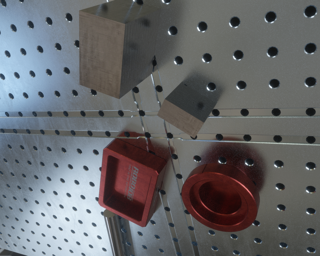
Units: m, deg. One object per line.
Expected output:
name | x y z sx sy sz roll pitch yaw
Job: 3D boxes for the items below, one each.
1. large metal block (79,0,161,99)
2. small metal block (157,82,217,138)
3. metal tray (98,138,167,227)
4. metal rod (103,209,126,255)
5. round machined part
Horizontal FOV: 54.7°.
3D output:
large metal block | -0.043 -0.090 0.341 0.050 0.080 0.079 21 126 15
small metal block | 0.032 -0.022 0.363 0.050 0.050 0.025 32 128 7
metal tray | -0.047 0.088 0.485 0.090 0.030 0.129 23 127 14
metal rod | -0.076 0.278 0.620 0.025 0.025 0.298 9 122 23
round machined part | 0.082 0.086 0.410 0.098 0.042 0.097 13 124 20
